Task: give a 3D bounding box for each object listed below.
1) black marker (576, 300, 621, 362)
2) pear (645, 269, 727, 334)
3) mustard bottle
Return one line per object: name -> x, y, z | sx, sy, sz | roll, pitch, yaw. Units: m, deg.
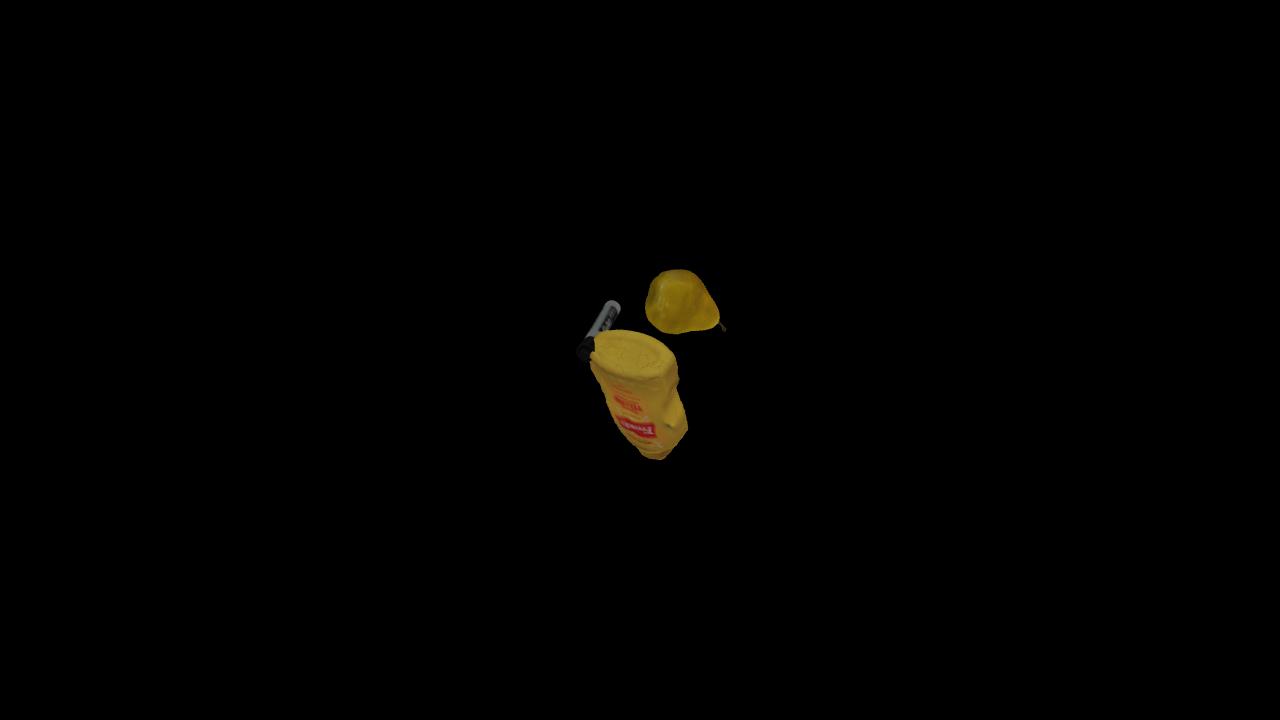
black marker -> -0.042, -0.031, 0.631 | 0.020, 0.020, 0.121 | 0, 27, 12
pear -> 0.065, -0.066, 0.752 | 0.111, 0.080, 0.080 | 13, -4, -18
mustard bottle -> 0.007, 0.050, 0.642 | 0.092, 0.054, 0.184 | 13, -36, 23
